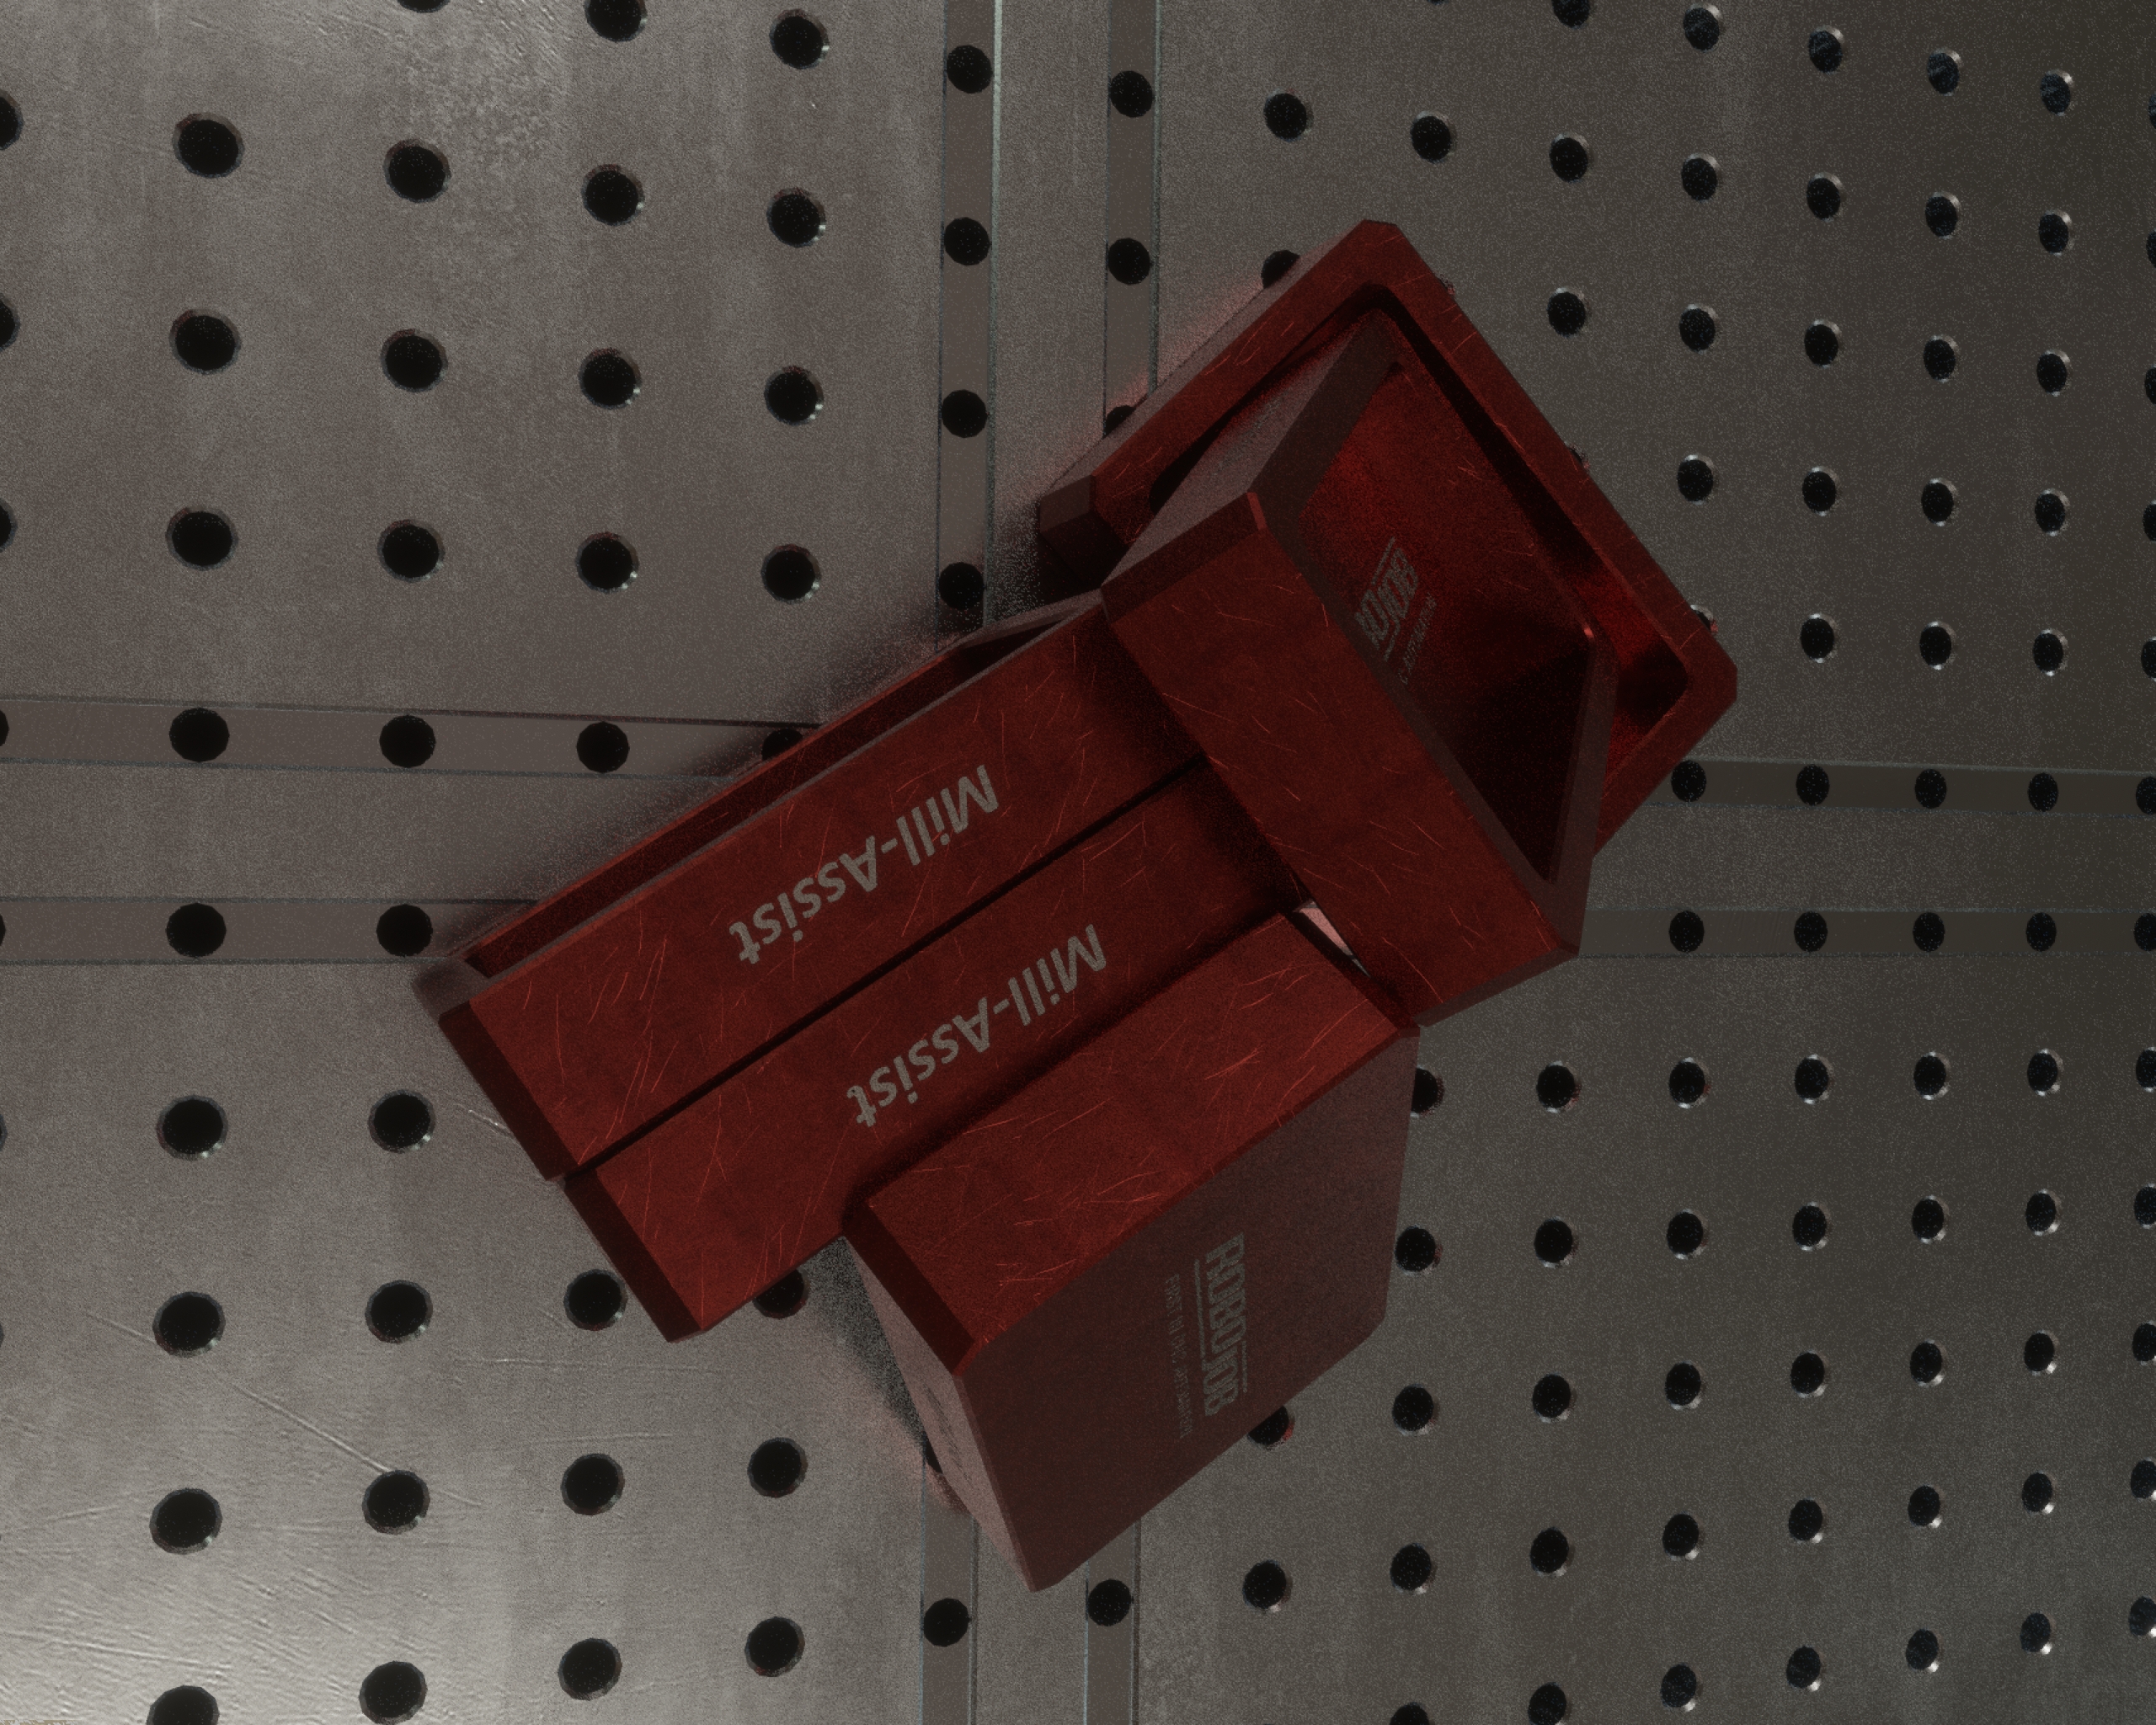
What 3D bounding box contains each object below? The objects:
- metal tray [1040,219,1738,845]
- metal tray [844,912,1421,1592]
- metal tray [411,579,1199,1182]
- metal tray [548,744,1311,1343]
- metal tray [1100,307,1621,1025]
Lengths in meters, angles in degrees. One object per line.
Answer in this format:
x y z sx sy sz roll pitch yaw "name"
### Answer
0.067 -0.054 0.435 0.090 0.030 0.130 -46 105 -15 "metal tray"
0.014 0.074 0.370 0.090 0.129 0.030 -34 60 -17 "metal tray"
-0.048 0.000 0.361 0.131 0.090 0.030 -34 102 -17 "metal tray"
-0.031 0.025 0.366 0.131 0.090 0.030 -34 102 -17 "metal tray"
0.057 -0.041 0.375 0.090 0.030 0.130 52 30 -13 "metal tray"
